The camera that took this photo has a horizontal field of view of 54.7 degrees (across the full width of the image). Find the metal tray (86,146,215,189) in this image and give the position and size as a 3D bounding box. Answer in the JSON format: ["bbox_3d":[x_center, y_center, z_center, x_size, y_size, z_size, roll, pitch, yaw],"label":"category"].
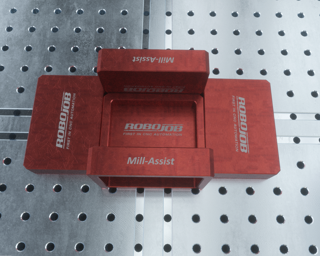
[{"bbox_3d":[-0.010,0.049,0.358,0.131,0.090,0.030,1,70,0],"label":"metal tray"}]

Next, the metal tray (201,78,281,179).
[{"bbox_3d":[0.102,-0.001,0.409,0.091,0.030,0.130,1,70,-1],"label":"metal tray"}]

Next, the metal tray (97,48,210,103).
[{"bbox_3d":[-0.008,-0.064,0.400,0.131,0.090,0.030,1,70,0],"label":"metal tray"}]

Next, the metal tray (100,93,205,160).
[{"bbox_3d":[-0.009,0.001,0.406,0.131,0.030,0.090,1,70,0],"label":"metal tray"}]

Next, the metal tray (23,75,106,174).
[{"bbox_3d":[-0.120,-0.006,0.409,0.091,0.030,0.130,1,70,0],"label":"metal tray"}]
